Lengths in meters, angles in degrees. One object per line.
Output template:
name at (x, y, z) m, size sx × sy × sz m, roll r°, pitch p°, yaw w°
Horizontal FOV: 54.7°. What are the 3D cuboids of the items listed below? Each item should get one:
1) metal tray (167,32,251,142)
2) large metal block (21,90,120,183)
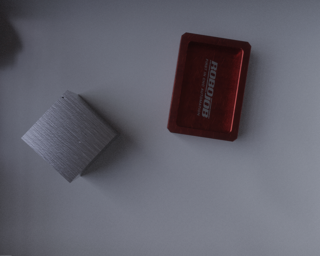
metal tray at (0.063, -0.052, 0.409) m, size 0.091 × 0.030 × 0.129 m, roll 9°, pitch 90°, yaw -1°
large metal block at (-0.110, 0.010, 0.398) m, size 0.080 × 0.050 × 0.080 m, roll 43°, pitch 90°, yaw -1°
